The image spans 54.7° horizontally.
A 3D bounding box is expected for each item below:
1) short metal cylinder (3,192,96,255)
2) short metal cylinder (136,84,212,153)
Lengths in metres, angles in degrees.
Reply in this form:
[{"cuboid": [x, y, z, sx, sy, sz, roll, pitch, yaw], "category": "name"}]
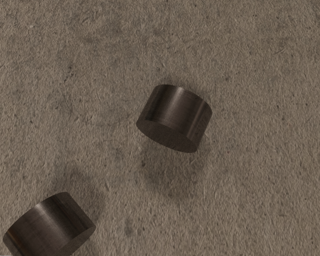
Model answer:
[{"cuboid": [-0.117, 0.116, 0.335, 0.080, 0.080, 0.050, -41, 75, -14], "category": "short metal cylinder"}, {"cuboid": [0.018, -0.010, 0.383, 0.080, 0.080, 0.050, 23, 72, 8], "category": "short metal cylinder"}]
